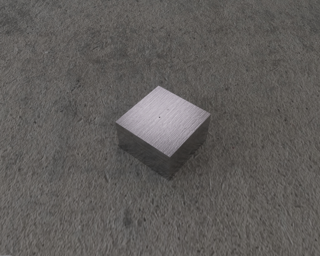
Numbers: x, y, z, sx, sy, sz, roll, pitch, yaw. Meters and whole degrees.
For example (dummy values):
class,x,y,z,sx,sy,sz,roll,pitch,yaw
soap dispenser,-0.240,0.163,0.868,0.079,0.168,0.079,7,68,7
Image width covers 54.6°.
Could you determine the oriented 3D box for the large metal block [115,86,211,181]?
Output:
class,x,y,z,sx,sy,sz,roll,pitch,yaw
large metal block,0.004,0.004,0.384,0.080,0.050,0.080,32,57,24
